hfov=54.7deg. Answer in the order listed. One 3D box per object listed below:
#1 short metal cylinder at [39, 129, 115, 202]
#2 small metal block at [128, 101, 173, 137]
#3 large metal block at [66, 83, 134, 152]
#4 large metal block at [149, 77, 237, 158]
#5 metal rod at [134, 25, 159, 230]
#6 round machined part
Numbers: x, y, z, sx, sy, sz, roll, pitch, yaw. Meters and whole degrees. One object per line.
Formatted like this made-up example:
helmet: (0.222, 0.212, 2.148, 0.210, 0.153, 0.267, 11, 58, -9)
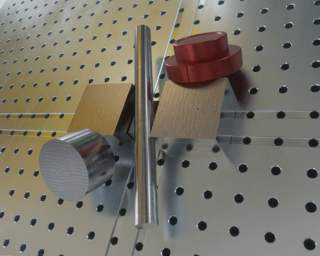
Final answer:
short metal cylinder: (-0.105, 0.045, 0.392, 0.080, 0.050, 0.079, 9, 109, 27)
small metal block: (-0.009, -0.009, 0.419, 0.050, 0.025, 0.050, 1, 62, 28)
large metal block: (-0.073, -0.016, 0.441, 0.080, 0.050, 0.080, 2, 63, 29)
large metal block: (0.043, -0.012, 0.378, 0.080, 0.050, 0.080, 1, 62, 28)
metal rod: (-0.020, -0.024, 0.400, 0.025, 0.025, 0.299, -16, 55, 19)
round machined part: (0.053, -0.095, 0.396, 0.098, 0.042, 0.098, -11, 24, 5)
